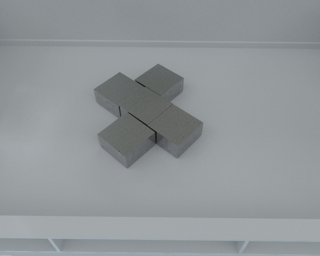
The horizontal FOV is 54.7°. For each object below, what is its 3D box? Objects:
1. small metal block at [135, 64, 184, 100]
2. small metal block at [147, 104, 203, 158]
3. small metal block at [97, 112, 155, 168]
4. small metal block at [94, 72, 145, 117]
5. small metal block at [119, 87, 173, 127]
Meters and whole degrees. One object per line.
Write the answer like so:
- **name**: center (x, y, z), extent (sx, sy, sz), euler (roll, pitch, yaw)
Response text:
- **small metal block**: center (-0.001, -0.063, 0.455), extent (0.050, 0.025, 0.050), euler (34, 57, 25)
- **small metal block**: center (0.020, 0.003, 0.400), extent (0.050, 0.025, 0.050), euler (34, 58, 25)
- **small metal block**: center (-0.042, 0.014, 0.391), extent (0.050, 0.025, 0.050), euler (35, 59, 26)
- **small metal block**: center (-0.057, -0.047, 0.442), extent (0.050, 0.025, 0.050), euler (34, 58, 25)
- **small metal block**: center (-0.018, -0.023, 0.420), extent (0.050, 0.025, 0.050), euler (34, 58, 25)
